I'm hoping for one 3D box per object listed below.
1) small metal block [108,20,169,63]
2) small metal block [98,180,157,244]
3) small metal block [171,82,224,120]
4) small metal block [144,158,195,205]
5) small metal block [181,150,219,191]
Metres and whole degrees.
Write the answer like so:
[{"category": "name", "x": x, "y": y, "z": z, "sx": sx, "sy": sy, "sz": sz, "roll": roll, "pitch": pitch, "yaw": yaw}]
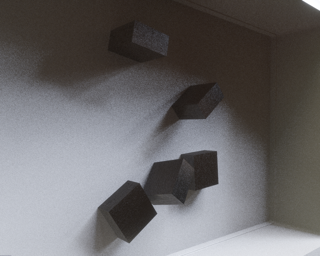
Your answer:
[{"category": "small metal block", "x": -0.026, "y": -0.101, "z": 0.368, "sx": 0.050, "sy": 0.050, "sz": 0.025, "roll": 12, "pitch": 82, "yaw": -39}, {"category": "small metal block", "x": -0.038, "y": 0.100, "z": 0.375, "sx": 0.050, "sy": 0.025, "sz": 0.050, "roll": -40, "pitch": 115, "yaw": -32}, {"category": "small metal block", "x": 0.053, "y": -0.037, "z": 0.434, "sx": 0.050, "sy": 0.050, "sz": 0.025, "roll": -47, "pitch": 118, "yaw": -30}, {"category": "small metal block", "x": 0.010, "y": 0.069, "z": 0.392, "sx": 0.025, "sy": 0.050, "sz": 0.050, "roll": 46, "pitch": 49, "yaw": -31}, {"category": "small metal block", "x": 0.059, "y": 0.061, "z": 0.456, "sx": 0.050, "sy": 0.025, "sz": 0.050, "roll": -5, "pitch": 94, "yaw": -40}]
